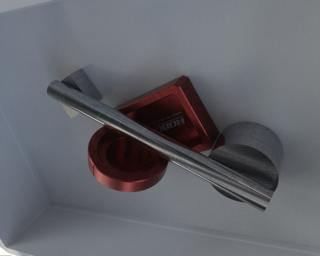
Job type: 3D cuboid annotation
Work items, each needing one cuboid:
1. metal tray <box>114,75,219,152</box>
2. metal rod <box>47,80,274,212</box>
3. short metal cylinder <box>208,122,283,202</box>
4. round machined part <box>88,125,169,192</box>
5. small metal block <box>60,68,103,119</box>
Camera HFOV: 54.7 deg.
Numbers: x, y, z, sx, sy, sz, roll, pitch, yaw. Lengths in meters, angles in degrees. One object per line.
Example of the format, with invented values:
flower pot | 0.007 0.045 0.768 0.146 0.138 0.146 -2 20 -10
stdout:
metal tray | -0.002 -0.002 0.401 0.130 0.030 0.090 -21 108 35
metal rod | -0.015 0.011 0.367 0.301 0.025 0.025 27 128 19
short metal cylinder | 0.099 0.040 0.362 0.080 0.050 0.079 13 124 20
round machined part | -0.040 0.039 0.386 0.098 0.098 0.042 25 135 12
small metal block | -0.119 -0.048 0.437 0.050 0.025 0.050 -24 106 36
